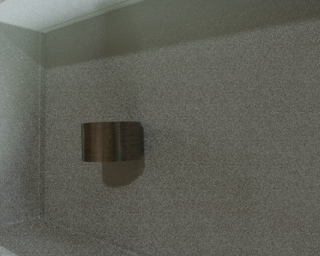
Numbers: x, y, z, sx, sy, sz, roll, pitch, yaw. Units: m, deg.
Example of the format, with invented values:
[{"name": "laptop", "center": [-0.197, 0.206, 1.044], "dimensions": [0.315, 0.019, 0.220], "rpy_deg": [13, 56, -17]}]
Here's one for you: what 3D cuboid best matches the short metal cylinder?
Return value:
[{"name": "short metal cylinder", "center": [-0.066, 0.018, 0.423], "dimensions": [0.080, 0.081, 0.050], "rpy_deg": [-3, 88, 39]}]
